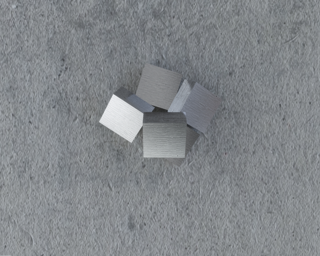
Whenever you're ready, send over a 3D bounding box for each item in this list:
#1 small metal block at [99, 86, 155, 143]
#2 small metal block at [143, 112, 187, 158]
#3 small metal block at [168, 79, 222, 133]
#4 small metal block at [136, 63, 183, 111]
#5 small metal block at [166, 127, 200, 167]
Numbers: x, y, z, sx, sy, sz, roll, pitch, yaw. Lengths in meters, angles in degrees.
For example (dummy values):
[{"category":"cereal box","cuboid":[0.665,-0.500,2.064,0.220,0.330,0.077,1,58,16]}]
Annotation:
[{"category":"small metal block","cuboid":[-0.043,-0.017,0.399,0.050,0.025,0.050,33,126,-2]},{"category":"small metal block","cuboid":[0.005,0.008,0.375,0.050,0.025,0.050,0,123,-1]},{"category":"small metal block","cuboid":[0.045,-0.028,0.401,0.050,0.025,0.050,28,90,-34]},{"category":"small metal block","cuboid":[-0.002,-0.053,0.411,0.050,0.025,0.050,17,90,-1]},{"category":"small metal block","cuboid":[0.017,0.016,0.412,0.050,0.025,0.050,33,90,-1]}]
